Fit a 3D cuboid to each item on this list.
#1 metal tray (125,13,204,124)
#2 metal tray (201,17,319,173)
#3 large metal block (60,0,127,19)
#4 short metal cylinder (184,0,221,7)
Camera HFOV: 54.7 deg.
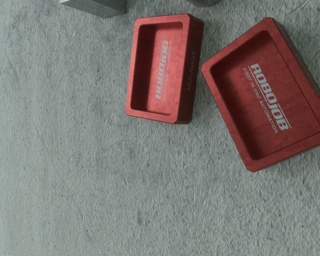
[{"bbox_3d":[0.003,-0.075,0.398,0.090,0.030,0.129,12,97,39],"label":"metal tray"},{"bbox_3d":[0.106,-0.031,0.313,0.090,0.030,0.130,-33,70,35],"label":"metal tray"},{"bbox_3d":[-0.093,-0.212,0.446,0.050,0.081,0.079,5,94,40],"label":"large metal block"},{"bbox_3d":[0.044,-0.186,0.352,0.080,0.050,0.080,0,90,40],"label":"short metal cylinder"}]
